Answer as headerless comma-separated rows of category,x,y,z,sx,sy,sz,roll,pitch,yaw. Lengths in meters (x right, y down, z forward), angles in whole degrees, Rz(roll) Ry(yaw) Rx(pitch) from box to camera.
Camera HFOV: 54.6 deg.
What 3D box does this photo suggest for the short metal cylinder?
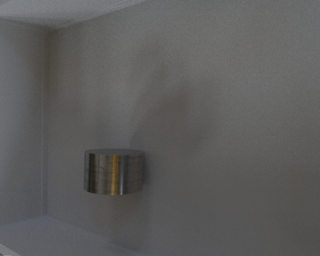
short metal cylinder,-0.063,0.057,0.424,0.080,0.081,0.050,3,92,40
